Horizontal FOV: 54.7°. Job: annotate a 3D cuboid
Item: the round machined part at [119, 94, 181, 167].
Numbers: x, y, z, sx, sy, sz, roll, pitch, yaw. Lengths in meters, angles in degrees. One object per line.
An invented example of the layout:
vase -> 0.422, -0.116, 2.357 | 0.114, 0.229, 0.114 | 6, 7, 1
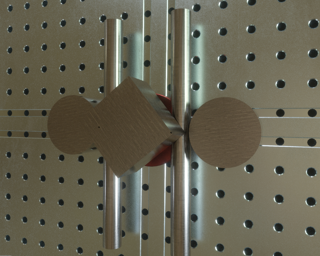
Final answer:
round machined part -> -0.014, 0.003, 0.409 | 0.098, 0.042, 0.097 | 0, 90, 20

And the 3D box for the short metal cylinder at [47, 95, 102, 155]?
short metal cylinder -> -0.109, -0.004, 0.438 | 0.080, 0.050, 0.080 | 0, 90, 20

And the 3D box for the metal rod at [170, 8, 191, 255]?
metal rod -> 0.026, 0.007, 0.381 | 0.025, 0.025, 0.298 | 0, 90, 20

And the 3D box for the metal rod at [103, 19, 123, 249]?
metal rod -> -0.062, 0.008, 0.412 | 0.025, 0.025, 0.298 | 0, 90, 20

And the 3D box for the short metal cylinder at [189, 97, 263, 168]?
short metal cylinder -> 0.080, 0.005, 0.370 | 0.080, 0.050, 0.080 | 0, 90, 20

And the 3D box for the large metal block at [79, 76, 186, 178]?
large metal block -> -0.031, -0.001, 0.360 | 0.080, 0.050, 0.080 | -40, 78, 15
